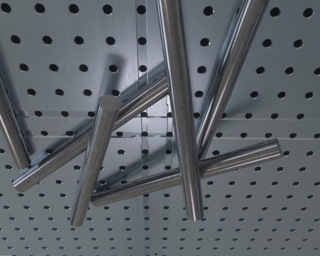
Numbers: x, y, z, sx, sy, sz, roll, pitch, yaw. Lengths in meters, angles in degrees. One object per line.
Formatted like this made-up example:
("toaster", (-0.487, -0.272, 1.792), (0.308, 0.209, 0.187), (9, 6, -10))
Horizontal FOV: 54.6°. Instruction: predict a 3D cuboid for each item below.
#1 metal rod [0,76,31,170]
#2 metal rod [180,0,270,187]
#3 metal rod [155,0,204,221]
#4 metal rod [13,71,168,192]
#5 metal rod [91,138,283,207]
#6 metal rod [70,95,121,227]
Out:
("metal rod", (-0.199, -0.062, 0.356), (0.025, 0.025, 0.298), (1, 130, -1))
("metal rod", (0.069, -0.026, 0.389), (0.025, 0.025, 0.298), (8, 130, -7))
("metal rod", (0.027, -0.010, 0.362), (0.025, 0.025, 0.298), (-7, 118, 5))
("metal rod", (-0.102, 0.016, 0.423), (0.299, 0.025, 0.025), (-32, 123, 24))
("metal rod", (0.020, 0.071, 0.444), (0.300, 0.025, 0.025), (-21, 128, 27))
("metal rod", (-0.101, 0.068, 0.445), (0.025, 0.025, 0.298), (14, 136, -12))
